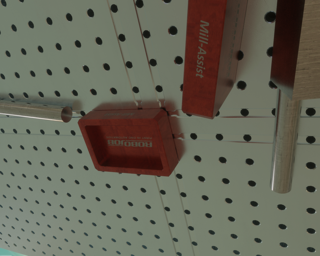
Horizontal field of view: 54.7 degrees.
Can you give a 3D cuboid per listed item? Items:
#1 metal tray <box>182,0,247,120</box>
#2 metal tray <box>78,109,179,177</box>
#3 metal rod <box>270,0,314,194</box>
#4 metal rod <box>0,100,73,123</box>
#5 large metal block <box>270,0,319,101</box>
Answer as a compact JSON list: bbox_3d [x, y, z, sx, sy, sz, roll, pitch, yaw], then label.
[{"bbox_3d":[0.053,-0.085,0.287,0.030,0.090,0.129,14,124,20],"label":"metal tray"},{"bbox_3d":[-0.046,0.021,0.442,0.130,0.030,0.089,0,119,28],"label":"metal tray"},{"bbox_3d":[0.131,-0.058,0.306,0.025,0.025,0.298,7,122,24],"label":"metal rod"},{"bbox_3d":[-0.278,-0.036,0.531,0.301,0.025,0.025,7,121,24],"label":"metal rod"},{"bbox_3d":[0.143,-0.072,0.255,0.081,0.050,0.079,-5,119,0],"label":"large metal block"}]
